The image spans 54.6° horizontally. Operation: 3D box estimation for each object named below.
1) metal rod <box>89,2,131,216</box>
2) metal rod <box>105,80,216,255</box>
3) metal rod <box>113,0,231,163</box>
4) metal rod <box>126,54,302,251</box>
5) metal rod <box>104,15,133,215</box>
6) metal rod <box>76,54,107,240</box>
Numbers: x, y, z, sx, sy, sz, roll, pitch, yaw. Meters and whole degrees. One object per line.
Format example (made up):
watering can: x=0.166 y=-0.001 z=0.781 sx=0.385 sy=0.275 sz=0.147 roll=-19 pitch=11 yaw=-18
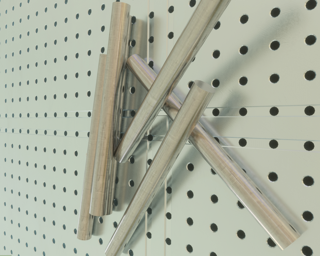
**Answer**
metal rod: x=-0.072 y=-0.023 z=0.441 sx=0.025 sy=0.025 sz=0.298 roll=12 pitch=97 yaw=39
metal rod: x=-0.012 y=0.072 z=0.399 sx=0.025 sy=0.025 sz=0.298 roll=46 pitch=124 yaw=30
metal rod: x=0.006 y=-0.052 z=0.362 sx=0.025 sy=0.025 sz=0.298 roll=57 pitch=136 yaw=24
metal rod: x=0.045 y=0.009 z=0.372 sx=0.300 sy=0.025 sz=0.025 roll=51 pitch=120 yaw=27
metal rod: x=-0.070 y=-0.017 z=0.468 sx=0.025 sy=0.025 sz=0.298 roll=11 pitch=97 yaw=39
metal rod: x=-0.103 y=0.034 z=0.495 sx=0.025 sy=0.025 sz=0.298 roll=15 pitch=100 yaw=39
